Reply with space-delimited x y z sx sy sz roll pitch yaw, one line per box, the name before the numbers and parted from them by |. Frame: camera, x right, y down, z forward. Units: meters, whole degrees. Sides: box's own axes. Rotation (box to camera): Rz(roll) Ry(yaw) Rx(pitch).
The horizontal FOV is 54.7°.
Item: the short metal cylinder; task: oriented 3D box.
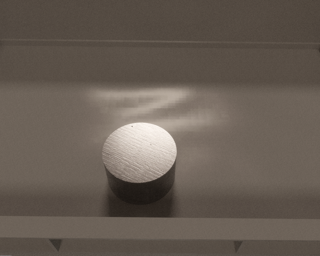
short metal cylinder | -0.022 0.040 0.355 0.081 0.050 0.080 0 50 0
